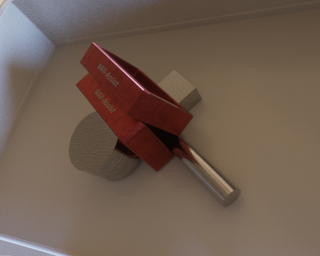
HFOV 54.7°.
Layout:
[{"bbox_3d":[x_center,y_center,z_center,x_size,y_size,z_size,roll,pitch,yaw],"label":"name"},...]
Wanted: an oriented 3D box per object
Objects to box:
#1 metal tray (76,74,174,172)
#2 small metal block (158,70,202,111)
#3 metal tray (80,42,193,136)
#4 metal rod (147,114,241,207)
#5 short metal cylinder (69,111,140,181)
[{"bbox_3d":[-0.045,-0.011,0.391,0.030,0.090,0.130,-43,51,-1],"label":"metal tray"},{"bbox_3d":[0.019,-0.043,0.419,0.050,0.025,0.050,-42,51,-1],"label":"small metal block"},{"bbox_3d":[-0.030,-0.048,0.373,0.030,0.090,0.130,-54,50,12],"label":"metal tray"},{"bbox_3d":[-0.008,-0.011,0.415,0.025,0.025,0.300,-43,51,-2],"label":"metal rod"},{"bbox_3d":[-0.070,0.023,0.401,0.080,0.050,0.080,-14,61,28],"label":"short metal cylinder"}]
